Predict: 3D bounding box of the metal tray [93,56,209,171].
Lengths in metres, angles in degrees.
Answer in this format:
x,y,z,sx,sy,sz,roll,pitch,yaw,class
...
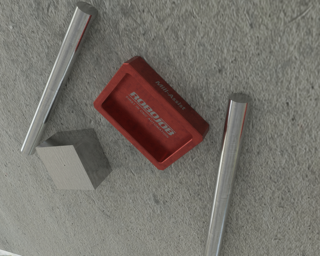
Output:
x,y,z,sx,sy,sz,roll,pitch,yaw,class
-0.013,-0.016,0.399,0.130,0.030,0.090,44,129,-4,metal tray

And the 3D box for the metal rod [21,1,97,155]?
x,y,z,sx,sy,sz,roll,pitch,yaw,class
-0.160,-0.051,0.456,0.025,0.025,0.298,40,129,0,metal rod

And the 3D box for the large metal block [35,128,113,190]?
x,y,z,sx,sy,sz,roll,pitch,yaw,class
-0.135,0.050,0.490,0.080,0.050,0.080,-6,116,30,large metal block

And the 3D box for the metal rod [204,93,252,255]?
x,y,z,sx,sy,sz,roll,pitch,yaw,class
0.084,0.093,0.418,0.025,0.025,0.298,15,125,19,metal rod
